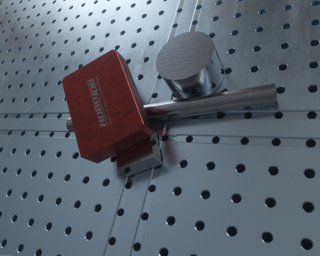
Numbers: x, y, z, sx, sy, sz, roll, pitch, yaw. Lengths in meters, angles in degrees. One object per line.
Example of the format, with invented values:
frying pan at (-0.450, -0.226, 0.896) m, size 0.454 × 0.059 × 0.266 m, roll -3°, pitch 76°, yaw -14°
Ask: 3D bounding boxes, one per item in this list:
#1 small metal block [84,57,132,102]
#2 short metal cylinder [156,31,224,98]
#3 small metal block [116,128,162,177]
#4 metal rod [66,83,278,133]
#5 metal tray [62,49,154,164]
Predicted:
small metal block at (-0.080, -0.074, 0.477) m, size 0.050 × 0.050 × 0.025 m, roll -28°, pitch 53°, yaw 10°
short metal cylinder at (0.041, -0.083, 0.420) m, size 0.080 × 0.050 × 0.080 m, roll -13°, pitch 56°, yaw 20°
small metal block at (-0.029, 0.029, 0.403) m, size 0.050 × 0.025 × 0.050 m, roll -21°, pitch 54°, yaw 15°
metal rod at (0.000, -0.022, 0.421) m, size 0.301 × 0.025 × 0.025 m, roll -7°, pitch 59°, yaw 23°
metal tray at (-0.073, -0.030, 0.410) m, size 0.090 × 0.030 × 0.130 m, roll -27°, pitch 64°, yaw 11°
